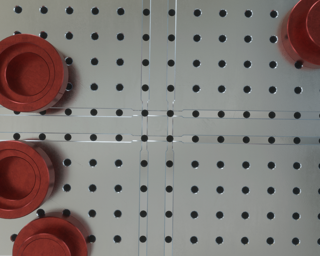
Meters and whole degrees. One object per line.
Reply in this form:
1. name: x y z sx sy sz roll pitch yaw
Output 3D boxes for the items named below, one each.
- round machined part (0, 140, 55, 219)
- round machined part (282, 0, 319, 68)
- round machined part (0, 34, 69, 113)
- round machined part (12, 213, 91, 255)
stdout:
1. round machined part: -0.186 0.064 0.404 0.099 0.042 0.097 0 90 0
2. round machined part: 0.216 -0.131 0.406 0.099 0.042 0.097 0 90 0
3. round machined part: -0.168 -0.068 0.404 0.099 0.042 0.097 0 90 0
4. round machined part: -0.144 0.165 0.404 0.099 0.042 0.097 0 90 0
